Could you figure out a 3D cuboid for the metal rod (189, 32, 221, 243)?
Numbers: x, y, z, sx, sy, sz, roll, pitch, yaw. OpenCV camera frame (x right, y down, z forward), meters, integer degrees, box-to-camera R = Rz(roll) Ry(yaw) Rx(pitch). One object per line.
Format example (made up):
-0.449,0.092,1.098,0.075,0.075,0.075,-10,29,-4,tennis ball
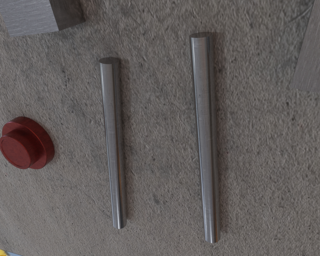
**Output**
0.061,0.033,0.394,0.025,0.025,0.298,6,121,24,metal rod

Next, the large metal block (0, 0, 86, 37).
-0.147,-0.158,0.368,0.080,0.050,0.079,3,120,26,large metal block

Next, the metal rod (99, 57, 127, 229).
-0.067,0.042,0.466,0.025,0.025,0.298,15,124,20,metal rod

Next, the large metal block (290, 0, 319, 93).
0.164,-0.072,0.260,0.080,0.050,0.079,15,125,19,large metal block

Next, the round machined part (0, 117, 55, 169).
-0.237,0.032,0.538,0.098,0.042,0.097,13,124,20,round machined part
